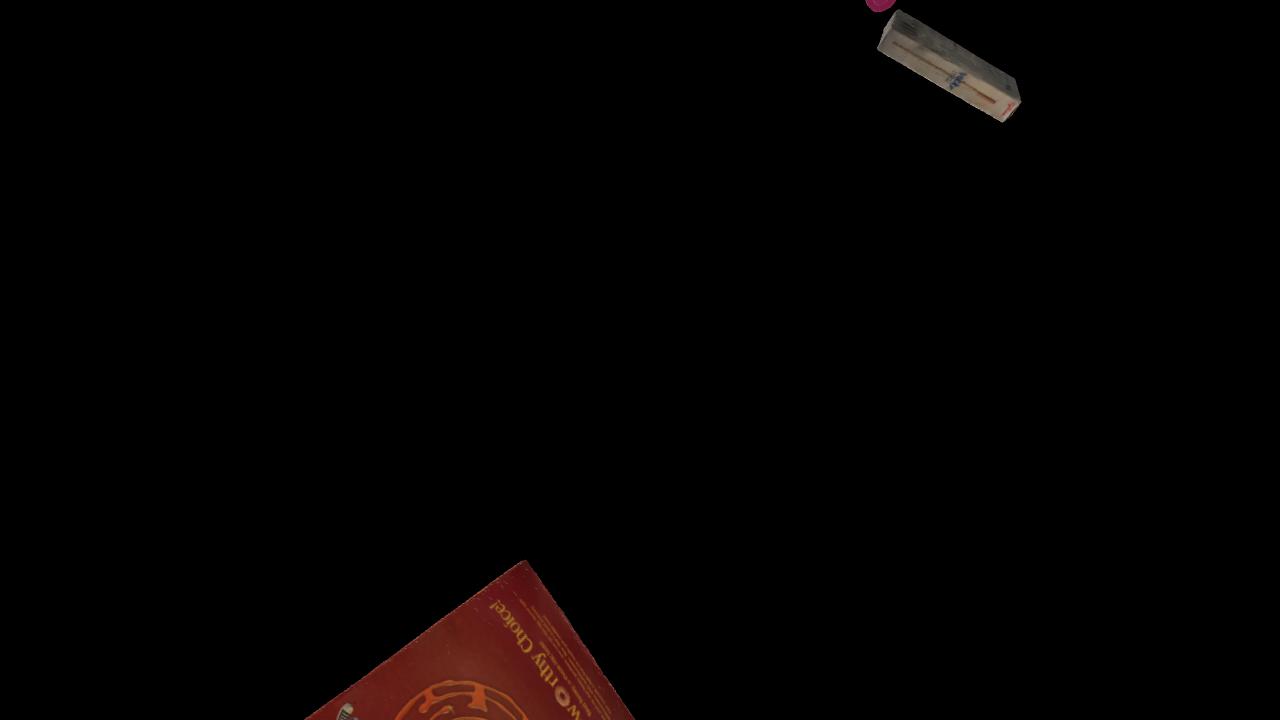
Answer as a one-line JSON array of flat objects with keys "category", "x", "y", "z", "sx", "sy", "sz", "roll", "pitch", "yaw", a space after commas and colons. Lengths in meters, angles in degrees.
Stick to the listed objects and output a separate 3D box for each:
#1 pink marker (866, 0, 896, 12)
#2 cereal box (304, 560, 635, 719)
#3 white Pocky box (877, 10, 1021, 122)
[{"category": "pink marker", "x": 0.161, "y": -0.251, "z": 0.399, "sx": 0.020, "sy": 0.020, "sz": 0.121, "roll": 0, "pitch": 41, "yaw": 27}, {"category": "cereal box", "x": -0.120, "y": 0.292, "z": 0.429, "sx": 0.081, "sy": 0.203, "sz": 0.306, "roll": -40, "pitch": -9, "yaw": 17}, {"category": "white Pocky box", "x": 0.328, "y": -0.315, "z": 0.654, "sx": 0.154, "sy": 0.028, "sz": 0.084, "roll": 31, "pitch": 45, "yaw": 0}]
